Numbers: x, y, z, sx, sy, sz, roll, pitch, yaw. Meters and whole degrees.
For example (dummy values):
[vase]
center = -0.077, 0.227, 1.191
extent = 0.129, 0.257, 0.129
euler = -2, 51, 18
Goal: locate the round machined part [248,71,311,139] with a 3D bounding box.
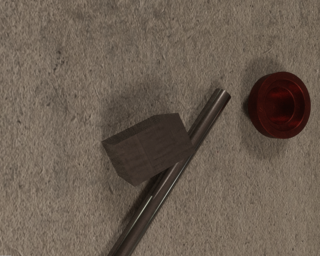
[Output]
[round machined part]
center = 0.173, -0.033, 0.466
extent = 0.099, 0.042, 0.097
euler = 0, 90, -21

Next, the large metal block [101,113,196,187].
[large metal block]
center = -0.017, 0.022, 0.374
extent = 0.081, 0.080, 0.050
euler = -27, 100, -18

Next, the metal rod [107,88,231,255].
[metal rod]
center = 0.008, 0.072, 0.413
extent = 0.025, 0.025, 0.300
euler = 38, 78, -17
